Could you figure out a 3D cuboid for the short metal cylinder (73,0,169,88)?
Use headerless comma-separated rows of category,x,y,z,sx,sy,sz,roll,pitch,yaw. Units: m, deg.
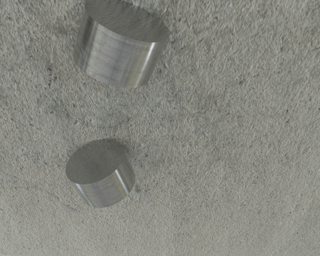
short metal cylinder,-0.038,-0.083,0.300,0.081,0.080,0.050,17,128,-14

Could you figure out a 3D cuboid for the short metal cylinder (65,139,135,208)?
short metal cylinder,-0.080,0.060,0.422,0.080,0.080,0.050,-11,129,9
